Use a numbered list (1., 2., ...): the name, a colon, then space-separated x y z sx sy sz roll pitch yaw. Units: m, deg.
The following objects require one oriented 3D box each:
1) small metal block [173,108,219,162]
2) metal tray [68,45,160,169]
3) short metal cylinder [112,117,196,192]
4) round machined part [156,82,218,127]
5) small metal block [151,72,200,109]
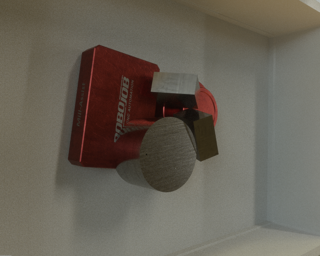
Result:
1. small metal block: 0.043 0.007 0.375 0.025 0.050 0.050 -19 110 -20
2. metal tray: -0.050 -0.019 0.358 0.091 0.030 0.129 10 84 -40
3. short metal cylinder: -0.005 0.028 0.347 0.081 0.050 0.079 0 90 -40
4. round machined part: 0.043 -0.021 0.431 0.099 0.042 0.097 0 90 -40
5. small metal block: 0.021 -0.045 0.374 0.050 0.050 0.025 54 43 -71
